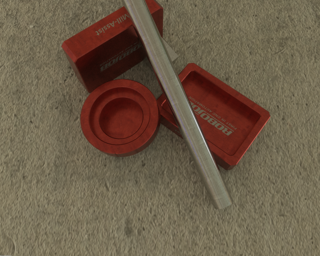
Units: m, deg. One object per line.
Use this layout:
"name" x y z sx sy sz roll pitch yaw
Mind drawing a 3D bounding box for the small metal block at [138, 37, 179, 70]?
"small metal block" -0.005 -0.101 0.428 0.025 0.050 0.050 -42 90 -11

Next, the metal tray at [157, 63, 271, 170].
"metal tray" 0.066 -0.017 0.414 0.130 0.030 0.090 36 74 12

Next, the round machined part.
"round machined part" -0.048 -0.010 0.400 0.099 0.042 0.098 -2 73 5

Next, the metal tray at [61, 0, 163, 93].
"metal tray" -0.056 -0.110 0.414 0.131 0.090 0.030 -36 74 -12

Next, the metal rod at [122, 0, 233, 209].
"metal rod" 0.017 -0.043 0.369 0.025 0.025 0.299 -25 94 -9
